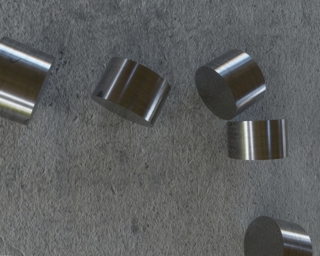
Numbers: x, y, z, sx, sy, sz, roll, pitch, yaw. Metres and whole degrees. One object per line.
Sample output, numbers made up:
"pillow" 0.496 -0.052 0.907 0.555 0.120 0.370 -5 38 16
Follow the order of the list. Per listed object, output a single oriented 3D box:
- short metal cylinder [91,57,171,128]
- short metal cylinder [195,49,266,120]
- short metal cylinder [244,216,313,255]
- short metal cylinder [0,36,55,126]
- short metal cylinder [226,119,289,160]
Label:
"short metal cylinder" -0.034 -0.041 0.367 0.080 0.080 0.050 28 81 -18
"short metal cylinder" 0.092 -0.057 0.413 0.050 0.080 0.080 -32 101 -17
"short metal cylinder" 0.166 0.171 0.441 0.050 0.080 0.080 18 84 -19
"short metal cylinder" -0.149 -0.048 0.325 0.050 0.080 0.080 22 83 -19
"short metal cylinder" 0.134 0.014 0.429 0.081 0.080 0.050 -3 91 -20
